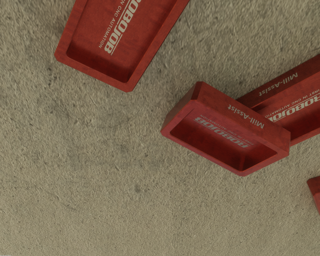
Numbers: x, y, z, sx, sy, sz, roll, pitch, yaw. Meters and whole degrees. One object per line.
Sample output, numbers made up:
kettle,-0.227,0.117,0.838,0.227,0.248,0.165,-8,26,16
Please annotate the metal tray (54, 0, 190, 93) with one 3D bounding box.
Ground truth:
metal tray,-0.040,-0.107,0.312,0.090,0.030,0.129,24,126,-19

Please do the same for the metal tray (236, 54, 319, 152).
metal tray,0.165,-0.023,0.385,0.130,0.030,0.090,-30,124,23

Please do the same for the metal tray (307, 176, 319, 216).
metal tray,0.313,0.099,0.491,0.130,0.030,0.090,-22,127,17

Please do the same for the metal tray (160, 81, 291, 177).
metal tray,0.077,0.007,0.377,0.131,0.030,0.090,28,146,-11
